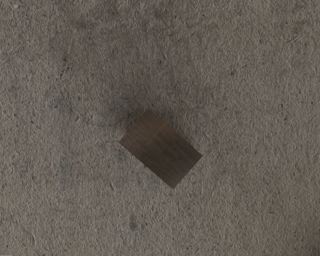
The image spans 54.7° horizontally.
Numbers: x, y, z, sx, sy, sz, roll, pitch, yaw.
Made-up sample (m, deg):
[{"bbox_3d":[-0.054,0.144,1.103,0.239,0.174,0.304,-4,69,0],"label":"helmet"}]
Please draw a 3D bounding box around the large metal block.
[{"bbox_3d":[0.001,0.023,0.383,0.080,0.080,0.050,41,90,0],"label":"large metal block"}]
